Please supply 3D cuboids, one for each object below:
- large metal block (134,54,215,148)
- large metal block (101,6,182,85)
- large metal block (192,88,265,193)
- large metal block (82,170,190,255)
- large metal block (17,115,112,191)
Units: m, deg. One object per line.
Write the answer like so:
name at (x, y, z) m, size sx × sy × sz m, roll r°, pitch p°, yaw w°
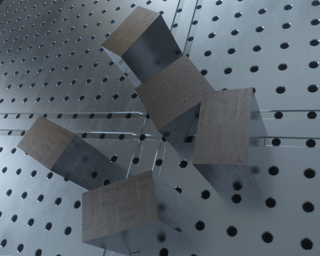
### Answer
large metal block at (0.025, -0.035, 0.399) m, size 0.080 × 0.050 × 0.080 m, roll -34°, pitch 52°, yaw 6°
large metal block at (-0.025, -0.116, 0.455) m, size 0.080 × 0.080 × 0.050 m, roll -49°, pitch 52°, yaw -7°
large metal block at (0.076, 0.016, 0.323) m, size 0.050 × 0.080 × 0.080 m, roll -3°, pitch 61°, yaw 27°
large metal block at (-0.024, 0.093, 0.327) m, size 0.080 × 0.080 × 0.050 m, roll -21°, pitch 54°, yaw 15°
large metal block at (-0.127, 0.034, 0.416) m, size 0.080 × 0.080 × 0.050 m, roll 23°, pitch 74°, yaw 36°
